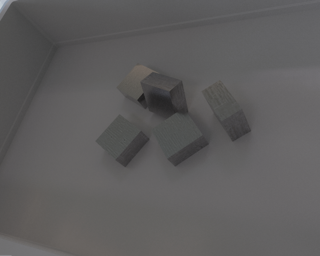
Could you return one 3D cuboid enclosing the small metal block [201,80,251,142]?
[{"bbox_3d":[0.078,-0.020,0.361,0.025,0.050,0.050,-32,52,8],"label":"small metal block"}]

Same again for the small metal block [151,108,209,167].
[{"bbox_3d":[0.024,0.011,0.386,0.050,0.025,0.050,-34,52,5],"label":"small metal block"}]

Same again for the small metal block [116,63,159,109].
[{"bbox_3d":[-0.027,-0.063,0.459,0.050,0.025,0.050,33,80,38],"label":"small metal block"}]

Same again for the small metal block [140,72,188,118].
[{"bbox_3d":[0.006,-0.041,0.408,0.050,0.050,0.025,24,54,37],"label":"small metal block"}]

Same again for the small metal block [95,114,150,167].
[{"bbox_3d":[-0.051,0.017,0.423,0.050,0.025,0.050,-49,52,-7],"label":"small metal block"}]
